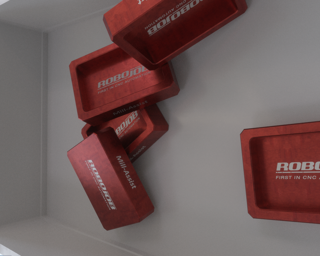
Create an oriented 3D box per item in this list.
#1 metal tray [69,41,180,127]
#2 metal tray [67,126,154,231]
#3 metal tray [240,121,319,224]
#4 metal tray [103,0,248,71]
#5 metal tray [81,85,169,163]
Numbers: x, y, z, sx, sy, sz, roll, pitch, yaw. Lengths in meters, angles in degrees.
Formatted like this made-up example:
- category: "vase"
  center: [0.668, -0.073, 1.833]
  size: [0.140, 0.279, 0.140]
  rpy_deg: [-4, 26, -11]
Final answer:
- category: "metal tray"
  center: [-0.049, -0.066, 0.404]
  size: [0.130, 0.030, 0.090]
  rpy_deg: [-20, 70, 12]
- category: "metal tray"
  center: [-0.072, 0.074, 0.436]
  size: [0.090, 0.030, 0.130]
  rpy_deg: [-30, 86, 43]
- category: "metal tray"
  center: [0.144, 0.039, 0.284]
  size: [0.130, 0.030, 0.089]
  rpy_deg: [-8, 85, 39]
- category: "metal tray"
  center: [0.019, -0.120, 0.324]
  size: [0.130, 0.090, 0.030]
  rpy_deg: [-30, 67, 17]
- category: "metal tray"
  center: [-0.056, 0.002, 0.449]
  size: [0.129, 0.030, 0.090]
  rpy_deg: [-43, 64, 31]
